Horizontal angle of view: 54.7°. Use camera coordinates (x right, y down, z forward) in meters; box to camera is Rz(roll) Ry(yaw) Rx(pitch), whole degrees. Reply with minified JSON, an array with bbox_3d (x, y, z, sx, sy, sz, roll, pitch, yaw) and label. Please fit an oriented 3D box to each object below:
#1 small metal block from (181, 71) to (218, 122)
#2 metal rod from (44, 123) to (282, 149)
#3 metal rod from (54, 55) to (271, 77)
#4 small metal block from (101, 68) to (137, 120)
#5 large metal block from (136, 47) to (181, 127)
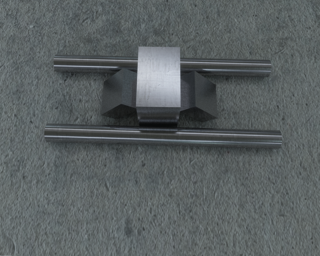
[{"bbox_3d":[0.051,-0.040,0.410,0.025,0.050,0.050,-17,64,39],"label":"small metal block"},{"bbox_3d":[0.004,0.011,0.405,0.302,0.025,0.025,2,70,0],"label":"metal rod"},{"bbox_3d":[0.004,-0.088,0.442,0.302,0.025,0.025,1,70,0],"label":"metal rod"},{"bbox_3d":[-0.053,-0.044,0.410,0.025,0.050,0.050,16,65,-37],"label":"small metal block"},{"bbox_3d":[-0.002,-0.048,0.400,0.050,0.080,0.080,1,70,0],"label":"large metal block"}]
